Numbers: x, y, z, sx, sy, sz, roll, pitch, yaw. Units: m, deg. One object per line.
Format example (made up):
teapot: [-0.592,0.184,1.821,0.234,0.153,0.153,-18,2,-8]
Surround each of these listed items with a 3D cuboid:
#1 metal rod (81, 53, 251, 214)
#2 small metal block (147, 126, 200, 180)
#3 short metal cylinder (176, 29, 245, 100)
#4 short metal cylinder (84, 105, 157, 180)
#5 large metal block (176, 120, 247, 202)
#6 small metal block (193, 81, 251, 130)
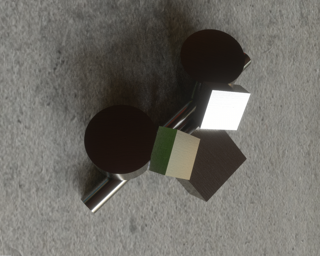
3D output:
metal rod: [0.018,-0.003,0.418,0.301,0.025,0.025,-43,104,-15]
small metal block: [0.017,0.029,0.352,0.050,0.025,0.050,22,82,-51]
short metal cylinder: [0.064,-0.081,0.406,0.081,0.050,0.080,1,72,-4]
short metal cylinder: [-0.045,0.019,0.366,0.081,0.050,0.080,1,72,-4]
large metal block: [0.054,0.037,0.416,0.080,0.050,0.080,-43,104,-15]
small metal block: [0.073,-0.026,0.372,0.050,0.025,0.050,2,120,-20]
